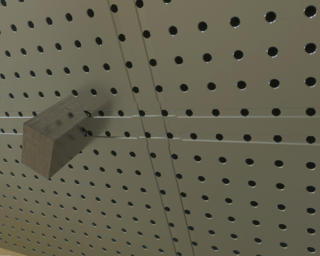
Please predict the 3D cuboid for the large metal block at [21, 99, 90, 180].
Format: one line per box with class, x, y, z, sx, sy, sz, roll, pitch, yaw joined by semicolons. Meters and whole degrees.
large metal block;-0.157;0.016;0.466;0.050;0.080;0.079;30;128;9
